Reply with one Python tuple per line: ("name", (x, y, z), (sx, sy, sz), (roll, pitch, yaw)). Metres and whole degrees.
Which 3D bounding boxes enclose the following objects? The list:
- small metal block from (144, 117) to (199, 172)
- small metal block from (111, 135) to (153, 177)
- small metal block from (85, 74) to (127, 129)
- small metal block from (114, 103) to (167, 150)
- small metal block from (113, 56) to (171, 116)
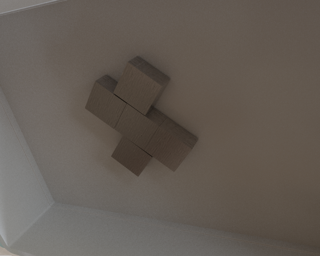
("small metal block", (0.014, 0.023, 0.412), (0.050, 0.025, 0.050), (36, 129, 4))
("small metal block", (-0.036, 0.035, 0.447), (0.050, 0.025, 0.050), (37, 130, 3))
("small metal block", (-0.068, -0.035, 0.420), (0.050, 0.025, 0.050), (36, 129, 4))
("small metal block", (-0.027, -0.006, 0.415), (0.050, 0.025, 0.050), (36, 129, 4))
("small metal block", (-0.023, -0.052, 0.386), (0.050, 0.025, 0.050), (36, 128, 4))
